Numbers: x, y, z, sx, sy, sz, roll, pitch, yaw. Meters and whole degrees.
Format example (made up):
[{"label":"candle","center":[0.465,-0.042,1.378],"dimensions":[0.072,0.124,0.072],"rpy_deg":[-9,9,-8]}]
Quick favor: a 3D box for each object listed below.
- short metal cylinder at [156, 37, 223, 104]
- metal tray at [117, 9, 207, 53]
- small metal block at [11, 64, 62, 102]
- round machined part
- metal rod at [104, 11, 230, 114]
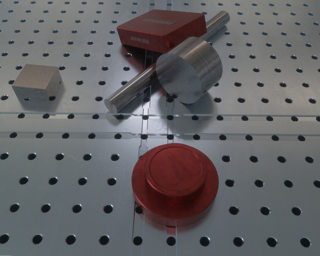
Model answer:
[{"label":"short metal cylinder","center":[0.041,-0.082,0.441],"dimensions":[0.080,0.080,0.050],"rpy_deg":[33,58,24]},{"label":"metal tray","center":[0.001,-0.164,0.515],"dimensions":[0.091,0.030,0.130],"rpy_deg":[-35,39,-26]},{"label":"small metal block","center":[-0.183,-0.068,0.464],"dimensions":[0.050,0.025,0.050],"rpy_deg":[6,50,5]},{"label":"round machined part","center":[0.017,0.056,0.350],"dimensions":[0.099,0.042,0.098],"rpy_deg":[0,50,0]},{"label":"metal rod","center":[0.026,-0.119,0.507],"dimensions":[0.025,0.025,0.301],"rpy_deg":[32,57,24]}]
